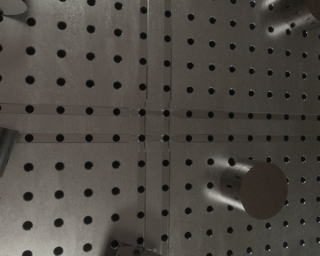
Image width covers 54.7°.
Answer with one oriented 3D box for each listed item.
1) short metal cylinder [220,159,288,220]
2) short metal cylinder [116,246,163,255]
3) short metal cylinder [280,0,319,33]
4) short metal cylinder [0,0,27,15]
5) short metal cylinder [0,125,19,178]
[{"bbox_3d":[0.137,0.087,0.452,0.081,0.050,0.079,0,90,-20],"label":"short metal cylinder"},{"bbox_3d":[-0.022,0.185,0.377,0.080,0.080,0.050,21,83,-19],"label":"short metal cylinder"},{"bbox_3d":[0.241,-0.198,0.490,0.081,0.050,0.079,0,90,-20],"label":"short metal cylinder"},{"bbox_3d":[-0.179,-0.156,0.317,0.081,0.080,0.050,3,89,-20],"label":"short metal cylinder"},{"bbox_3d":[-0.192,0.014,0.312,0.081,0.080,0.050,20,84,-19],"label":"short metal cylinder"}]
